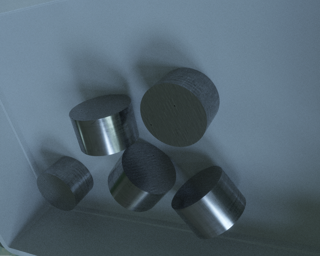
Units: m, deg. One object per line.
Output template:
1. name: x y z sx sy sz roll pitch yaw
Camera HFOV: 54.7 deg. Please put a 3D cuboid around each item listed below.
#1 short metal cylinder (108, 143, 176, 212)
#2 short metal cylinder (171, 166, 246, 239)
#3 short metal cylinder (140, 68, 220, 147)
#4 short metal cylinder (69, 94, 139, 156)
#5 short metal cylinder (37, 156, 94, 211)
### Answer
1. short metal cylinder: -0.025 0.068 0.428 0.080 0.080 0.050 38 129 2
2. short metal cylinder: 0.062 0.094 0.399 0.080 0.080 0.050 -32 100 38
3. short metal cylinder: 0.024 -0.025 0.365 0.080 0.050 0.079 13 124 21
4. short metal cylinder: -0.072 -0.006 0.408 0.080 0.080 0.050 3 120 26
5. short metal cylinder: -0.164 0.096 0.539 0.080 0.050 0.079 13 124 21
